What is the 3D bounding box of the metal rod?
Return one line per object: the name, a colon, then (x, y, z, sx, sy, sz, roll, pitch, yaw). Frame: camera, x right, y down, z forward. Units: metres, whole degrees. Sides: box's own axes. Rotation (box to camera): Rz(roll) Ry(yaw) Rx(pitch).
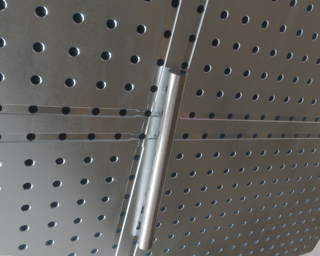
metal rod: (-0.001, 0.062, 0.448, 0.025, 0.025, 0.298, -4, 120, -26)
